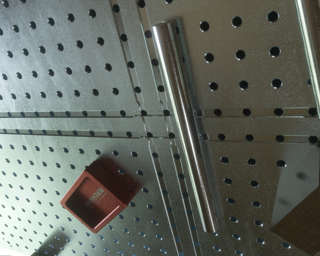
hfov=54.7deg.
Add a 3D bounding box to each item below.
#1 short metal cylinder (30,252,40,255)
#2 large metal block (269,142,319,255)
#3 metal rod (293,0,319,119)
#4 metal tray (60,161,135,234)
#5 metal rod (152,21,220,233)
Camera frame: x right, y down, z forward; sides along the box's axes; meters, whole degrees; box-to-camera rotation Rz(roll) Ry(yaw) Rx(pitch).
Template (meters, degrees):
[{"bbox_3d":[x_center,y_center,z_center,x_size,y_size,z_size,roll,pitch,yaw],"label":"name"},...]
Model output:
[{"bbox_3d":[-0.318,0.356,0.764,0.050,0.080,0.080,39,129,2],"label":"short metal cylinder"},{"bbox_3d":[0.168,0.074,0.333,0.050,0.080,0.079,32,129,7],"label":"large metal block"},{"bbox_3d":[0.119,-0.143,0.259,0.025,0.025,0.299,-9,114,32],"label":"metal rod"},{"bbox_3d":[-0.114,0.125,0.544,0.090,0.030,0.129,42,129,-1],"label":"metal tray"},{"bbox_3d":[0.040,0.017,0.400,0.025,0.025,0.298,-1,118,29],"label":"metal rod"}]
